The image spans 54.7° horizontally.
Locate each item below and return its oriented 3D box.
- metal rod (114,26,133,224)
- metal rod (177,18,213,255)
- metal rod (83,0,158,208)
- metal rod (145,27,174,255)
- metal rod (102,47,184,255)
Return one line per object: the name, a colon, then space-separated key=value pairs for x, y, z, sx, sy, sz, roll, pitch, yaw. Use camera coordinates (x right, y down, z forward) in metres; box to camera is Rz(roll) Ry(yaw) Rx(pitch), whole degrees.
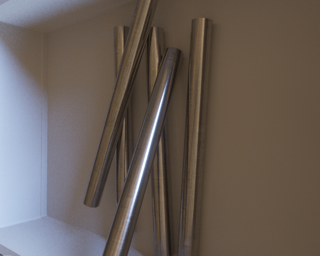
metal rod: x=-0.053 y=0.004 z=0.450 sx=0.025 sy=0.025 sz=0.298 roll=-2 pitch=89 yaw=40
metal rod: x=0.041 y=0.023 z=0.372 sx=0.025 sy=0.025 sz=0.298 roll=5 pitch=93 yaw=40
metal rod: x=-0.057 y=-0.027 z=0.419 sx=0.025 sy=0.025 sz=0.298 roll=28 pitch=108 yaw=36
metal rod: x=-0.001 y=0.018 z=0.407 sx=0.025 sy=0.025 sz=0.298 roll=-4 pitch=87 yaw=40
metal rod: x=-0.021 y=0.041 z=0.348 sx=0.025 sy=0.025 sz=0.299 roll=0 pitch=66 yaw=40
